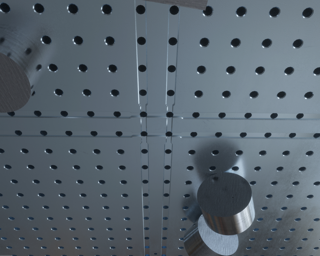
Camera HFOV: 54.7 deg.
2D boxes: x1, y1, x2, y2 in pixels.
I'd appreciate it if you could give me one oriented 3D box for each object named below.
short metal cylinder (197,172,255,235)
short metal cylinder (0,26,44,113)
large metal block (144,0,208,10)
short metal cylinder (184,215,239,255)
[{"bbox_3d":[0.102,0.115,0.474,0.080,0.080,0.050,-13,129,10],"label":"short metal cylinder"},{"bbox_3d":[-0.175,-0.063,0.339,0.081,0.050,0.079,0,130,0],"label":"short metal cylinder"},{"bbox_3d":[0.007,-0.155,0.263,0.081,0.050,0.079,7,130,-6],"label":"large metal block"},{"bbox_3d":[0.089,0.195,0.543,0.080,0.080,0.050,20,127,-16],"label":"short metal cylinder"}]
